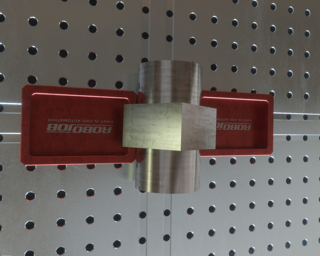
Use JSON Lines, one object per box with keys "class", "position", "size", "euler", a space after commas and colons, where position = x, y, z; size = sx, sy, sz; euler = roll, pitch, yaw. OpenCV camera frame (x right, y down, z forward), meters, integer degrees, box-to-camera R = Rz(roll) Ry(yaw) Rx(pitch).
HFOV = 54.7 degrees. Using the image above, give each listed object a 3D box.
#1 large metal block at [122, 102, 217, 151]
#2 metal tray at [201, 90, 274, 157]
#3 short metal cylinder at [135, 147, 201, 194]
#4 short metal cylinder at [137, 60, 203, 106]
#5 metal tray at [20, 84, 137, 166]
{"class": "large metal block", "position": [0.013, -0.001, 0.373], "size": [0.080, 0.080, 0.050], "euler": [3, 88, -54]}
{"class": "metal tray", "position": [0.101, -0.006, 0.447], "size": [0.131, 0.030, 0.089], "euler": [1, 90, -20]}
{"class": "short metal cylinder", "position": [0.010, 0.049, 0.387], "size": [0.081, 0.080, 0.050], "euler": [2, 90, -20]}
{"class": "short metal cylinder", "position": [0.012, -0.051, 0.387], "size": [0.081, 0.080, 0.050], "euler": [1, 90, -20]}
{"class": "metal tray", "position": [-0.095, -0.002, 0.374], "size": [0.131, 0.030, 0.089], "euler": [1, 90, -20]}
